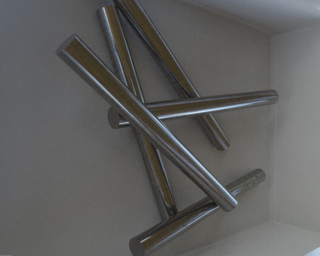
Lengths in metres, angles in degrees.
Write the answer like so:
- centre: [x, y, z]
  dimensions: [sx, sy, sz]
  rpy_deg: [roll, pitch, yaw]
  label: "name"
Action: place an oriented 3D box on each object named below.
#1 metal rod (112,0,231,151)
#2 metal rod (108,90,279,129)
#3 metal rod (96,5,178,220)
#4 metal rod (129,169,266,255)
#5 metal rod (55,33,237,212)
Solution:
- centre: [0.020, -0.074, 0.414]
  dimensions: [0.300, 0.025, 0.025]
  rpy_deg: [51, 60, -31]
  label: "metal rod"
- centre: [0.068, -0.031, 0.424]
  dimensions: [0.302, 0.025, 0.025]
  rpy_deg: [-10, 97, -37]
  label: "metal rod"
- centre: [-0.020, 0.003, 0.389]
  dimensions: [0.025, 0.025, 0.298]
  rpy_deg: [-27, 107, -37]
  label: "metal rod"
- centre: [0.076, 0.108, 0.447]
  dimensions: [0.302, 0.025, 0.025]
  rpy_deg: [-13, 99, -46]
  label: "metal rod"
- centre: [0.008, 0.016, 0.349]
  dimensions: [0.300, 0.025, 0.025]
  rpy_deg: [45, 63, -33]
  label: "metal rod"
